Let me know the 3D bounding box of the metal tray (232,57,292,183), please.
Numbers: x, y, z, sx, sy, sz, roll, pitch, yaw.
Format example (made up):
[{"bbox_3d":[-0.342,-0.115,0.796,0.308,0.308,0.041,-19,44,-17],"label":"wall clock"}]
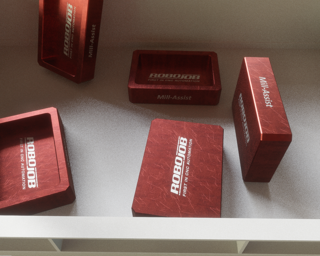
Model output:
[{"bbox_3d":[0.116,-0.012,0.373,0.030,0.090,0.130,2,50,1],"label":"metal tray"}]

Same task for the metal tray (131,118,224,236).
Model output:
[{"bbox_3d":[0.025,0.050,0.360,0.090,0.030,0.130,7,50,5],"label":"metal tray"}]

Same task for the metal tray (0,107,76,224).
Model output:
[{"bbox_3d":[-0.157,0.038,0.368,0.091,0.030,0.130,-14,52,-12],"label":"metal tray"}]

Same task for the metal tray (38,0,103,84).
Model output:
[{"bbox_3d":[-0.134,-0.141,0.453,0.090,0.129,0.030,26,31,20],"label":"metal tray"}]

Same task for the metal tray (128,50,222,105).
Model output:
[{"bbox_3d":[0.022,-0.078,0.466,0.131,0.030,0.090,2,50,1],"label":"metal tray"}]
